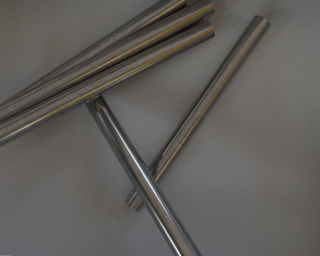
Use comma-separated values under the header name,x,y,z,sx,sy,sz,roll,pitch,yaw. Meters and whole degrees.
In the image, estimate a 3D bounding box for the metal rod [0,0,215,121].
name,x,y,z,sx,sy,sz,roll,pitch,yaw
metal rod,-0.064,-0.087,0.392,0.301,0.025,0.025,-30,90,-8

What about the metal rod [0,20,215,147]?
name,x,y,z,sx,sy,sz,roll,pitch,yaw
metal rod,-0.063,-0.059,0.382,0.302,0.025,0.025,-29,90,-12

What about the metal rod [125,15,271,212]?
name,x,y,z,sx,sy,sz,roll,pitch,yaw
metal rod,0.050,-0.019,0.411,0.025,0.025,0.299,35,90,0

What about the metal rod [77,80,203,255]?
name,x,y,z,sx,sy,sz,roll,pitch,yaw
metal rod,-0.024,0.055,0.361,0.025,0.025,0.299,-34,70,0

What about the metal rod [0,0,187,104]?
name,x,y,z,sx,sy,sz,roll,pitch,yaw
metal rod,-0.097,-0.090,0.410,0.301,0.025,0.025,-33,90,0
